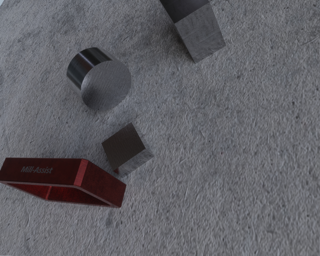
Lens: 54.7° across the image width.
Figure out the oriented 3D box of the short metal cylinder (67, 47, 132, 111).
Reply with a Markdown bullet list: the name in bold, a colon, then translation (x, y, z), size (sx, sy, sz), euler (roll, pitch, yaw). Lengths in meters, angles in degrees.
- **short metal cylinder**: translation (-0.090, -0.073, 0.461), size (0.080, 0.080, 0.050), euler (-45, 51, -3)

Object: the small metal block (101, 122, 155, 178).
- **small metal block**: translation (-0.043, 0.029, 0.409), size (0.050, 0.025, 0.050), euler (-35, 51, 5)

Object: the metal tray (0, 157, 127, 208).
- **metal tray**: translation (-0.120, 0.068, 0.383), size (0.130, 0.090, 0.030), euler (-2, 61, 27)

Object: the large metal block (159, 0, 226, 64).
- **large metal block**: translation (0.044, -0.153, 0.439), size (0.050, 0.080, 0.080), euler (-30, 52, 9)
